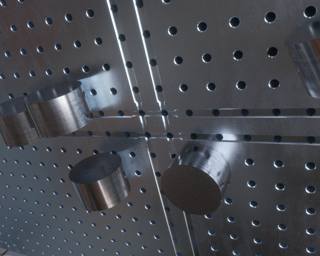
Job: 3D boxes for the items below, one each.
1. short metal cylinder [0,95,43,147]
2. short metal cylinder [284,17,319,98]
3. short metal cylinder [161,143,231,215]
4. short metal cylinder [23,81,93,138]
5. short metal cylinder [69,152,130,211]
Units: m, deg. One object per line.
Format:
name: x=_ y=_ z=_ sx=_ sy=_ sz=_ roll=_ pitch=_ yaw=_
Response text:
short metal cylinder: x=-0.209 y=-0.013 z=0.475 sx=0.080 sy=0.080 sz=0.050 roll=4 pitch=120 yaw=26
short metal cylinder: x=0.152 y=-0.067 z=0.254 sx=0.080 sy=0.080 sz=0.050 roll=-21 pitch=107 yaw=35
short metal cylinder: x=0.048 y=0.067 z=0.410 sx=0.080 sy=0.050 sz=0.079 roll=13 pitch=124 yaw=20
short metal cylinder: x=-0.140 y=-0.028 z=0.430 sx=0.080 sy=0.080 sz=0.050 roll=0 pitch=118 yaw=28
short metal cylinder: x=-0.090 y=0.080 z=0.471 sx=0.080 sy=0.080 sz=0.050 roll=0 pitch=119 yaw=28
